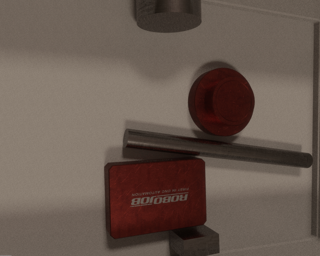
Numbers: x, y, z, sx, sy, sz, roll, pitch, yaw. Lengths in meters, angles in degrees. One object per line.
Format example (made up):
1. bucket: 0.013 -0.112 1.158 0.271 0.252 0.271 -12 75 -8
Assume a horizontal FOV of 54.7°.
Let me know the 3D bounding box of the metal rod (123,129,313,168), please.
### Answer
1. metal rod: 0.097 0.033 0.447 0.302 0.025 0.025 8 87 -20

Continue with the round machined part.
1. round machined part: 0.093 -0.037 0.437 0.099 0.042 0.097 0 90 -21

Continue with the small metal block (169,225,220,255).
1. small metal block: 0.045 0.150 0.415 0.050 0.050 0.025 -2 91 -20

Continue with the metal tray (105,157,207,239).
1. metal tray: -0.004 0.088 0.408 0.131 0.030 0.089 -2 91 -21

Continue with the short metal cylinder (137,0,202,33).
1. short metal cylinder: 0.011 -0.155 0.386 0.081 0.080 0.050 -2 91 -20
